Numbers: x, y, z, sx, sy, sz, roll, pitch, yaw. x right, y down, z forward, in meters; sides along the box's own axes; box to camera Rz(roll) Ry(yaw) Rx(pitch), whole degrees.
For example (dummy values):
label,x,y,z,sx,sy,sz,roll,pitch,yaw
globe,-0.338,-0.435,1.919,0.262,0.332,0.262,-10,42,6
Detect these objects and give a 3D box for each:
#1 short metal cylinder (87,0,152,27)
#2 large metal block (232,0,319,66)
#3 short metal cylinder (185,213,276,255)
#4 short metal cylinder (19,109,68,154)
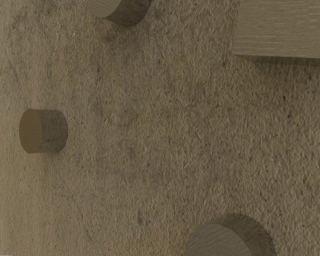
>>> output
label,x,y,z,sx,sy,sz,roll,pitch,yaw
short metal cylinder,-0.057,-0.189,0.436,0.080,0.050,0.079,0,90,40
large metal block,0.121,-0.103,0.288,0.080,0.050,0.079,14,99,39
short metal cylinder,0.074,0.136,0.328,0.080,0.050,0.079,0,90,40
short metal cylinder,-0.213,0.005,0.565,0.080,0.050,0.079,0,90,40
